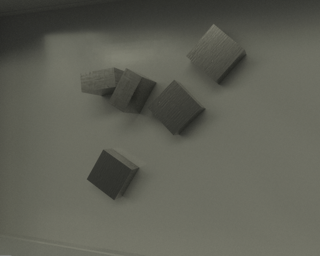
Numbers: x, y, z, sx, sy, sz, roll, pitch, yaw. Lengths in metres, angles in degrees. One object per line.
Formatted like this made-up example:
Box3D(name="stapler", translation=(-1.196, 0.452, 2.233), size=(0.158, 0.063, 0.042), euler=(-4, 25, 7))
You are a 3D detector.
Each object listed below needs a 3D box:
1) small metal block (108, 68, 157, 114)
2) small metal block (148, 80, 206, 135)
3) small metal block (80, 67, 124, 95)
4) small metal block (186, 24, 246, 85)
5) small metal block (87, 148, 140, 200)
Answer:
Box3D(name="small metal block", translation=(-0.035, -0.047, 0.409), size=(0.025, 0.050, 0.050), euler=(32, 100, 17))
Box3D(name="small metal block", translation=(0.022, -0.026, 0.402), size=(0.050, 0.025, 0.050), euler=(-46, 76, 14))
Box3D(name="small metal block", translation=(-0.072, -0.062, 0.421), size=(0.050, 0.050, 0.025), euler=(-6, 88, 19))
Box3D(name="small metal block", translation=(0.070, -0.091, 0.385), size=(0.050, 0.025, 0.050), euler=(45, 103, 14))
Box3D(name="small metal block", translation=(-0.065, 0.063, 0.432), size=(0.050, 0.025, 0.050), euler=(33, 100, 16))
